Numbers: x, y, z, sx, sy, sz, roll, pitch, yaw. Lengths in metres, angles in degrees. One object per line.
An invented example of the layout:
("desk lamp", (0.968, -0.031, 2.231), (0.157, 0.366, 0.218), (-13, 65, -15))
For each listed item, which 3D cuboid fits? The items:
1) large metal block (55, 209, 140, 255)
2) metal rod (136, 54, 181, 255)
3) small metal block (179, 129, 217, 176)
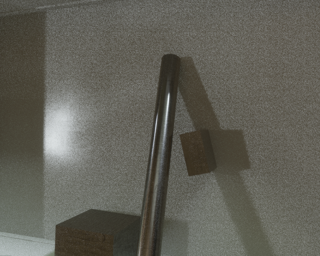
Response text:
("large metal block", (-0.079, 0.147, 0.408), (0.080, 0.080, 0.050), (3, 91, 19))
("metal rod", (-0.002, 0.047, 0.347), (0.025, 0.025, 0.299), (-2, 65, 19))
("small metal block", (0.048, 0.029, 0.380), (0.025, 0.050, 0.050), (-14, 86, 19))
